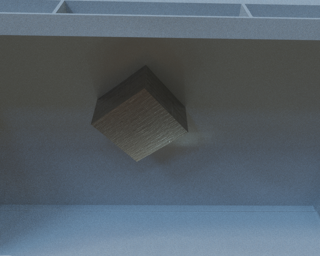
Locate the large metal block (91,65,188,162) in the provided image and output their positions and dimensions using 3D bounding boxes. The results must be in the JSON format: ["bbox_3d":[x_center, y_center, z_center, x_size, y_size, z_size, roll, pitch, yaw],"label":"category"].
[{"bbox_3d":[-0.023,-0.015,0.379,0.080,0.050,0.080,-31,124,23],"label":"large metal block"}]
